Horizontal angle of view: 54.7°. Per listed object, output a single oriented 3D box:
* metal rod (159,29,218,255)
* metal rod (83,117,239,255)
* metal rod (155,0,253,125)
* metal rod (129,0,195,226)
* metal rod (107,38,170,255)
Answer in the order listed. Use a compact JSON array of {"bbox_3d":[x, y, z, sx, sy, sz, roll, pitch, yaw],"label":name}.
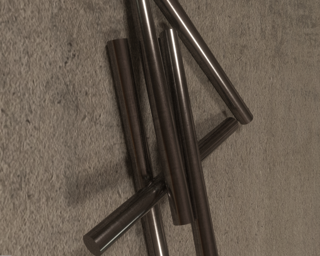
[{"bbox_3d":[0.034,0.017,0.386,0.025,0.025,0.299,1,74,-40],"label":"metal rod"},{"bbox_3d":[0.026,0.054,0.402,0.302,0.025,0.025,-33,111,-44],"label":"metal rod"},{"bbox_3d":[0.061,-0.112,0.458,0.300,0.025,0.025,48,61,-30],"label":"metal rod"},{"bbox_3d":[-0.002,-0.038,0.366,0.025,0.025,0.298,-6,82,-40],"label":"metal rod"},{"bbox_3d":[-0.023,0.042,0.386,0.025,0.025,0.298,-18,101,-39],"label":"metal rod"}]
